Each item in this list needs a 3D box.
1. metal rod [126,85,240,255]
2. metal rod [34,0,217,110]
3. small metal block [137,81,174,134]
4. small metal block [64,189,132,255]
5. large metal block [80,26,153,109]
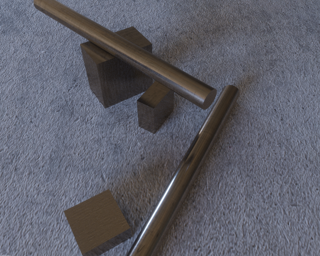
[{"bbox_3d":[0.033,0.049,0.362,0.025,0.025,0.301,22,53,17],"label":"metal rod"},{"bbox_3d":[-0.060,-0.107,0.388,0.300,0.025,0.025,34,58,25],"label":"metal rod"},{"bbox_3d":[-0.005,-0.029,0.411,0.025,0.050,0.050,26,54,19],"label":"small metal block"},{"bbox_3d":[-0.064,0.099,0.319,0.050,0.025,0.050,-24,54,-20],"label":"small metal block"},{"bbox_3d":[-0.058,-0.085,0.439,0.081,0.080,0.050,-26,55,-21],"label":"large metal block"}]
